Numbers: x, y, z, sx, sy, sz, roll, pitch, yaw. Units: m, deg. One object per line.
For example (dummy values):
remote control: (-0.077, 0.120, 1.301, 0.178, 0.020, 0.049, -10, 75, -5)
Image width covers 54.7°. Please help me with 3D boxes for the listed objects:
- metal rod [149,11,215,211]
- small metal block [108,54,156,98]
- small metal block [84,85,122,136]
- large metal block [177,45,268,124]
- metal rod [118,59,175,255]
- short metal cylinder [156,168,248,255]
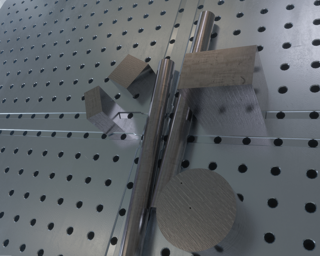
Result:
metal rod: (0.036, -0.038, 0.412, 0.025, 0.025, 0.300, 1, 62, 29)
small metal block: (-0.044, -0.082, 0.482, 0.050, 0.025, 0.050, 34, 80, 38)
small metal block: (-0.083, -0.025, 0.451, 0.025, 0.050, 0.050, -25, 53, 13)
large metal block: (0.076, -0.046, 0.361, 0.080, 0.080, 0.050, 0, 62, 28)
metal rod: (-0.014, 0.036, 0.392, 0.025, 0.025, 0.299, -4, 60, 26)
short metal cylinder: (0.043, 0.088, 0.316, 0.080, 0.050, 0.080, -13, 56, 21)
